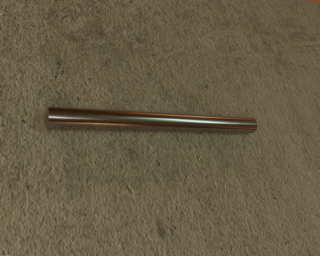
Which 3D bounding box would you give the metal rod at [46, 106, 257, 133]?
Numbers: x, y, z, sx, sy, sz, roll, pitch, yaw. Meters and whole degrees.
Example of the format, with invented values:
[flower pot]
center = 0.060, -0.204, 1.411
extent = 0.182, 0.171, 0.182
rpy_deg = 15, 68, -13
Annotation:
[metal rod]
center = 0.009, -0.008, 0.414
extent = 0.302, 0.025, 0.025
rpy_deg = 2, 61, -27
